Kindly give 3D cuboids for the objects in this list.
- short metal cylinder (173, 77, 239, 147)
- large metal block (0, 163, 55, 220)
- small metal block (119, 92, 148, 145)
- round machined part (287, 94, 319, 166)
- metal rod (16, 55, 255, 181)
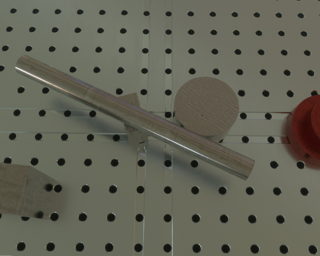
[{"bbox_3d":[0.058,-0.020,0.406,0.081,0.050,0.080,0,70,0],"label":"short metal cylinder"},{"bbox_3d":[-0.178,0.072,0.354,0.080,0.080,0.050,6,70,2],"label":"large metal block"},{"bbox_3d":[-0.035,-0.011,0.402,0.025,0.050,0.050,-15,71,-6],"label":"small metal block"},{"bbox_3d":[0.223,-0.001,0.406,0.099,0.042,0.098,0,70,-1],"label":"round machined part"},{"bbox_3d":[-0.036,-0.016,0.364,0.301,0.025,0.025,25,72,8],"label":"metal rod"}]
